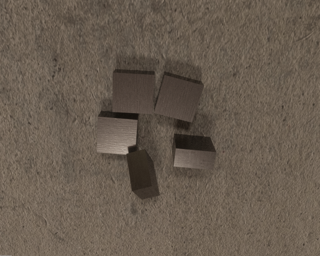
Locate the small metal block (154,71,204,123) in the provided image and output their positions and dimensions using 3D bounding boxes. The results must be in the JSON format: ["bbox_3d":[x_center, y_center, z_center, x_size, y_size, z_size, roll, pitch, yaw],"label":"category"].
[{"bbox_3d":[0.023,-0.040,0.396,0.050,0.025,0.050,14,109,-6],"label":"small metal block"}]

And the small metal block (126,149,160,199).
[{"bbox_3d":[-0.022,0.062,0.408,0.025,0.050,0.050,-15,153,5],"label":"small metal block"}]

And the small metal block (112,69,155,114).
[{"bbox_3d":[-0.033,-0.046,0.392,0.050,0.025,0.050,3,110,-2],"label":"small metal block"}]

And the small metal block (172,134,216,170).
[{"bbox_3d":[0.043,0.030,0.408,0.050,0.050,0.025,6,110,-3],"label":"small metal block"}]

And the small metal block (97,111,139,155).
[{"bbox_3d":[-0.056,0.007,0.411,0.050,0.025,0.050,5,110,-2],"label":"small metal block"}]
